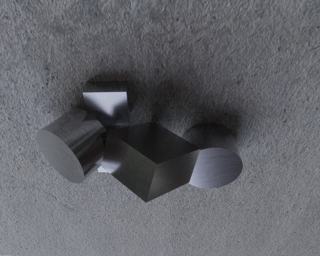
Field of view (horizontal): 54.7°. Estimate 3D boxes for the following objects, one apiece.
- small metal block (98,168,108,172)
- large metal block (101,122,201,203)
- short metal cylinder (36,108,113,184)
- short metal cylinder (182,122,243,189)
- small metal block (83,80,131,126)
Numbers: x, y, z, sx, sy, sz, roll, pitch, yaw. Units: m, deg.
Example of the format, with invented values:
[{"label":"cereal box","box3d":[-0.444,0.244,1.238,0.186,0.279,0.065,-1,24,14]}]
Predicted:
[{"label":"small metal block","box3d":[-0.062,0.037,0.439,0.050,0.025,0.050,2,130,-3]},{"label":"large metal block","box3d":[-0.012,0.036,0.379,0.081,0.080,0.050,-13,125,-48]},{"label":"short metal cylinder","box3d":[-0.105,0.022,0.386,0.080,0.050,0.079,25,137,26]},{"label":"short metal cylinder","box3d":[0.068,0.038,0.426,0.081,0.050,0.079,0,130,0]},{"label":"small metal block","box3d":[-0.063,-0.030,0.382,0.050,0.025,0.050,-1,130,0]}]
